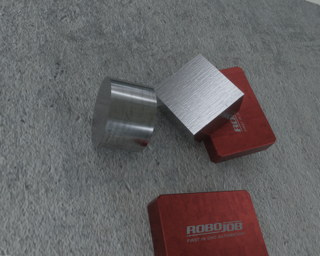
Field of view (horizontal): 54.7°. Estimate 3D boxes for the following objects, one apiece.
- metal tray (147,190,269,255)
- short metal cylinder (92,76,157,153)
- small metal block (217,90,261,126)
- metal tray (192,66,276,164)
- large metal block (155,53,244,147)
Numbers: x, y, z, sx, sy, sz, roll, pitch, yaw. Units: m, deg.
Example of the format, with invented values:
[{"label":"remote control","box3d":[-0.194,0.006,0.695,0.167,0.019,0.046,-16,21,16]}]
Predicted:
[{"label":"metal tray","box3d":[0.056,0.122,0.357,0.131,0.030,0.090,3,60,-27]},{"label":"short metal cylinder","box3d":[-0.043,-0.015,0.354,0.050,0.080,0.080,10,58,-23]},{"label":"small metal block","box3d":[0.125,-0.031,0.490,0.050,0.025,0.050,-1,62,-29]},{"label":"metal tray","box3d":[0.098,-0.022,0.449,0.091,0.030,0.130,-13,67,-14]},{"label":"large metal block","box3d":[0.049,-0.036,0.405,0.080,0.050,0.080,-39,70,-9]}]
